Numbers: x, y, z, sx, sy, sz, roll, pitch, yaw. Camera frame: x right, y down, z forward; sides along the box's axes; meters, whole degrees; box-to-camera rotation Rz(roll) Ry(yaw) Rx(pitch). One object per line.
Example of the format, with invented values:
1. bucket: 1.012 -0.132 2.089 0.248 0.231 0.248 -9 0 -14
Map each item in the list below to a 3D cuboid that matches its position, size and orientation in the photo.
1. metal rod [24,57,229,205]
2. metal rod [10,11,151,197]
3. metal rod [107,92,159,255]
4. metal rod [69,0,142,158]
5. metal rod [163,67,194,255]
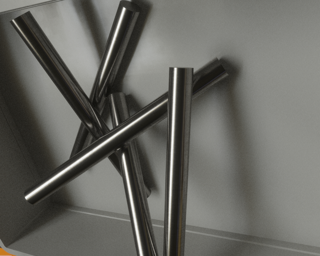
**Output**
1. metal rod: -0.052 0.013 0.375 0.300 0.025 0.025 -33 101 16
2. metal rod: -0.091 -0.011 0.416 0.025 0.025 0.299 -11 123 32
3. metal rod: -0.026 0.099 0.380 0.025 0.025 0.299 -22 74 36
4. metal rod: -0.089 -0.032 0.433 0.025 0.025 0.298 34 129 6
5. metal rod: 0.018 0.083 0.350 0.025 0.025 0.298 7 104 24
